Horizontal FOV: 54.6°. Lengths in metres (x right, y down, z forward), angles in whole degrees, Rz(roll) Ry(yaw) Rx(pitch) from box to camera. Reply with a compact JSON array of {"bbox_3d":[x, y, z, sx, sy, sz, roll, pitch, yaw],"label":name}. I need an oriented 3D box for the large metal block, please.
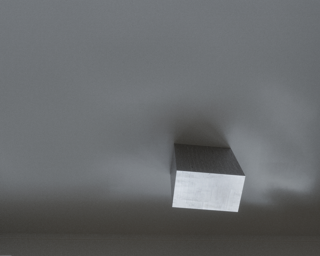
[{"bbox_3d":[0.057,0.062,0.405,0.080,0.080,0.050,5,110,-2],"label":"large metal block"}]
